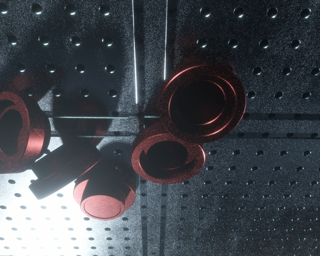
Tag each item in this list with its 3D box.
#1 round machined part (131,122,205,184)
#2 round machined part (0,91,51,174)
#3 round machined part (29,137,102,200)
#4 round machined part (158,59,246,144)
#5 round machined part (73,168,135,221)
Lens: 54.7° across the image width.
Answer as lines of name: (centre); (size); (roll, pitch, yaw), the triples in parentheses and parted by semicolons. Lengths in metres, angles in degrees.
round machined part: (0.010, 0.030, 0.426); (0.099, 0.042, 0.097); (0, 131, 0)
round machined part: (-0.173, 0.006, 0.379); (0.098, 0.098, 0.042); (-34, 159, 25)
round machined part: (-0.130, 0.048, 0.410); (0.098, 0.098, 0.042); (-29, 98, 22)
round machined part: (0.047, -0.033, 0.364); (0.099, 0.042, 0.097); (-3, 119, -4)
round machined part: (-0.089, 0.111, 0.494); (0.099, 0.042, 0.097); (-1, 130, 0)
